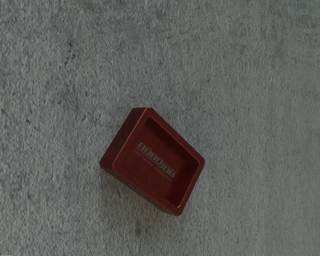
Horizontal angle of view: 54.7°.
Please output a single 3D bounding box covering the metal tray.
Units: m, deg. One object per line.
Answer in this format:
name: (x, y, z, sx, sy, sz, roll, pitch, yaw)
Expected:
metal tray: (-0.003, 0.045, 0.402, 0.130, 0.030, 0.090, 43, 64, -32)
